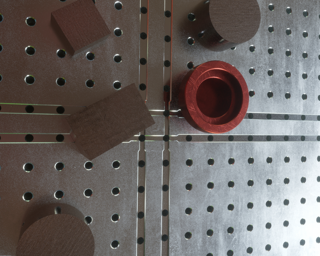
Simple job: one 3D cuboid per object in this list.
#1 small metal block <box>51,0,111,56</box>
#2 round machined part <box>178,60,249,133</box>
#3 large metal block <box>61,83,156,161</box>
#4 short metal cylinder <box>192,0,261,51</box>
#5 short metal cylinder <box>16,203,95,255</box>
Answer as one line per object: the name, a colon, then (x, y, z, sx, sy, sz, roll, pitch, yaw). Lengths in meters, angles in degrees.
small metal block: (-0.096, -0.124, 0.377, 0.050, 0.025, 0.050, -33, 101, -17)
round machined part: (0.070, -0.042, 0.431, 0.099, 0.042, 0.097, 0, 90, -21)
large metal block: (-0.063, -0.008, 0.361, 0.080, 0.080, 0.050, -30, 100, -18)
short metal cylinder: (0.092, -0.153, 0.434, 0.081, 0.050, 0.079, 0, 90, -21)
short metal cylinder: (-0.120, 0.132, 0.356, 0.081, 0.050, 0.079, 0, 90, -21)
